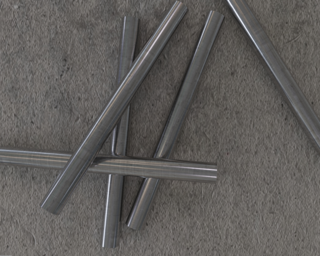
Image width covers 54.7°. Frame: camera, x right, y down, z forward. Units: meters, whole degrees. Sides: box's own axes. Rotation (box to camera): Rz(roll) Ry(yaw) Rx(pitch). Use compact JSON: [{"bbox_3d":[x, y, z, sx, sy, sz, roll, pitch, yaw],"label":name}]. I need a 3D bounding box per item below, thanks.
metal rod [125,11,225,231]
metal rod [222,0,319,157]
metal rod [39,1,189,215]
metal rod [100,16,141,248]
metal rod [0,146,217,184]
[{"bbox_3d":[0.020,-0.010,0.409,0.025,0.025,0.299,21,90,0],"label":"metal rod"},{"bbox_3d":[0.145,-0.094,0.410,0.025,0.025,0.299,-32,90,0],"label":"metal rod"},{"bbox_3d":[-0.049,-0.034,0.380,0.025,0.025,0.300,31,78,0],"label":"metal rod"},{"bbox_3d":[-0.052,0.005,0.409,0.025,0.025,0.298,6,90,0],"label":"metal rod"},{"bbox_3d":[-0.082,0.044,0.386,0.301,0.025,0.025,4,90,8],"label":"metal rod"}]
